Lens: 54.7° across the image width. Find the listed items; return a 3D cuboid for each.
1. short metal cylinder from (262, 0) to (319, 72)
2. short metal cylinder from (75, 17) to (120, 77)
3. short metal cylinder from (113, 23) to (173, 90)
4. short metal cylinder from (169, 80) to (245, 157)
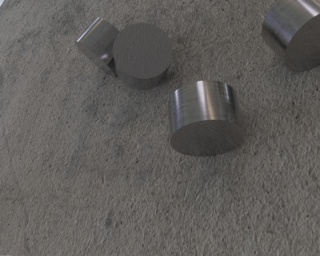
[{"bbox_3d":[0.165,-0.111,0.350,0.080,0.080,0.050,-29,52,10],"label":"short metal cylinder"},{"bbox_3d":[-0.087,-0.127,0.492,0.080,0.080,0.050,33,81,38],"label":"short metal cylinder"},{"bbox_3d":[-0.025,-0.099,0.438,0.081,0.050,0.080,1,79,-5],"label":"short metal cylinder"},{"bbox_3d":[0.050,-0.008,0.347,0.080,0.080,0.050,-15,56,20],"label":"short metal cylinder"}]
